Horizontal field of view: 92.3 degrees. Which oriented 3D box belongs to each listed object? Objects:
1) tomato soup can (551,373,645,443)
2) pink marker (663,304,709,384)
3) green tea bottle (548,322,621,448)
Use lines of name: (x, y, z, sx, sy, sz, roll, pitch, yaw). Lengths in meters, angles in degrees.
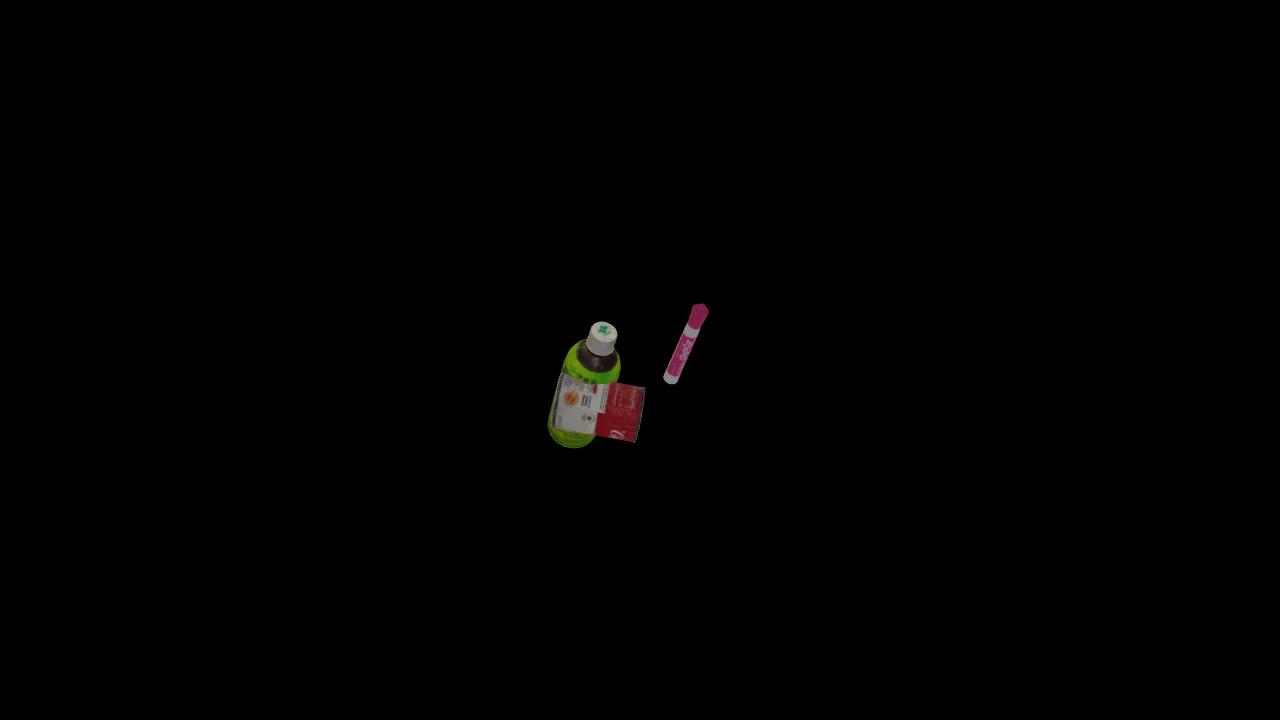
tomato soup can: (-0.049, 0.056, 0.722, 0.101, 0.068, 0.068, 11, -1, -3)
pink marker: (0.052, -0.018, 0.708, 0.020, 0.020, 0.121, 0, -42, -20)
green tea bottle: (-0.066, 0.032, 0.759, 0.073, 0.073, 0.212, 0, -35, -19)
